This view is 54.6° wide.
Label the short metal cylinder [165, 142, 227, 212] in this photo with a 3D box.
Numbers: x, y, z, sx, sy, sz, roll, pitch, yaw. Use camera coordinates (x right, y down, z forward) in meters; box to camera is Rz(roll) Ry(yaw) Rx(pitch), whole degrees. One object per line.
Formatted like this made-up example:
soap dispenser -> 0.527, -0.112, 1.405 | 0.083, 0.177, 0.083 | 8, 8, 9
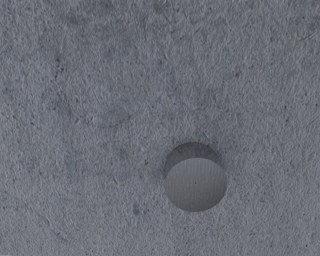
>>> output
short metal cylinder -> 0.046, 0.066, 0.421 | 0.080, 0.050, 0.079 | 0, 110, 0
